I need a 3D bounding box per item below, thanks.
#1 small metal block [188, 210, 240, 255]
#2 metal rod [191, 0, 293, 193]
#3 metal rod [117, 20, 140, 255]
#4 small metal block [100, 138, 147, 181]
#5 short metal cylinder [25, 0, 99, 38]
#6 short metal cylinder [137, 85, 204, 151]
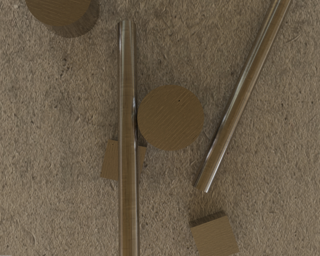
[{"bbox_3d":[0.071,0.144,0.411,0.050,0.025,0.050,-19,90,0],"label":"small metal block"},{"bbox_3d":[0.113,-0.057,0.410,0.025,0.025,0.299,24,90,0],"label":"metal rod"},{"bbox_3d":[-0.040,0.011,0.386,0.025,0.025,0.298,-2,81,0],"label":"metal rod"},{"bbox_3d":[-0.047,0.044,0.410,0.050,0.025,0.050,12,90,0],"label":"small metal block"},{"bbox_3d":[-0.122,-0.162,0.396,0.081,0.050,0.079,0,90,0],"label":"short metal cylinder"},{"bbox_3d":[0.013,-0.013,0.397,0.081,0.050,0.079,0,90,0],"label":"short metal cylinder"}]
